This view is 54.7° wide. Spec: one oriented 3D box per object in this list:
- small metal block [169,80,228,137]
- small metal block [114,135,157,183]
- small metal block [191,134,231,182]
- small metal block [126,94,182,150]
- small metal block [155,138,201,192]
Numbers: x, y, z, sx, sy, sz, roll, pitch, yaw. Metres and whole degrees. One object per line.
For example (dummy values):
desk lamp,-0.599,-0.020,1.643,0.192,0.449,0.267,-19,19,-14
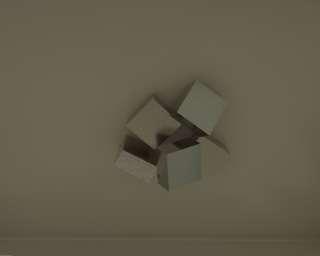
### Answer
small metal block,0.049,-0.024,0.390,0.050,0.025,0.050,35,73,-13
small metal block,-0.030,0.040,0.410,0.050,0.050,0.025,28,108,-10
small metal block,0.059,0.037,0.424,0.050,0.025,0.050,34,106,-12
small metal block,-0.008,-0.008,0.406,0.050,0.025,0.050,42,104,-14
small metal block,0.024,0.045,0.388,0.050,0.025,0.050,-16,113,-29
